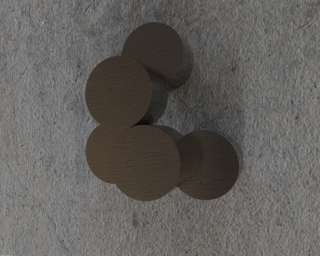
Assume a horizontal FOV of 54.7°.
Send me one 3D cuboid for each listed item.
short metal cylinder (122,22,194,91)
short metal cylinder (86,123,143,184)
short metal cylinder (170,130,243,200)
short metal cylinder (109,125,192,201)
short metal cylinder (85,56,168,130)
[{"bbox_3d":[-0.002,-0.088,0.398,0.080,0.050,0.080,0,90,20],"label":"short metal cylinder"},{"bbox_3d":[-0.051,0.031,0.415,0.080,0.050,0.080,0,90,20],"label":"short metal cylinder"},{"bbox_3d":[0.058,0.042,0.376,0.080,0.050,0.080,0,90,20],"label":"short metal cylinder"},{"bbox_3d":[-0.009,0.036,0.346,0.080,0.050,0.080,0,90,19],"label":"short metal cylinder"},{"bbox_3d":[-0.037,-0.038,0.356,0.080,0.050,0.080,0,90,20],"label":"short metal cylinder"}]
